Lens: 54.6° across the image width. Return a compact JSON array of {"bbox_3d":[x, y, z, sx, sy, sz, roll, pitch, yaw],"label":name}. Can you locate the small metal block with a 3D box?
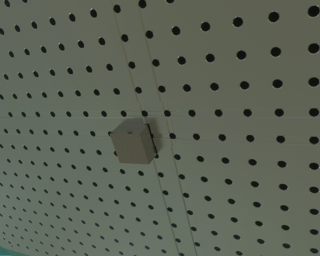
[{"bbox_3d":[-0.038,0.024,0.447,0.050,0.025,0.050,-1,118,28],"label":"small metal block"}]
